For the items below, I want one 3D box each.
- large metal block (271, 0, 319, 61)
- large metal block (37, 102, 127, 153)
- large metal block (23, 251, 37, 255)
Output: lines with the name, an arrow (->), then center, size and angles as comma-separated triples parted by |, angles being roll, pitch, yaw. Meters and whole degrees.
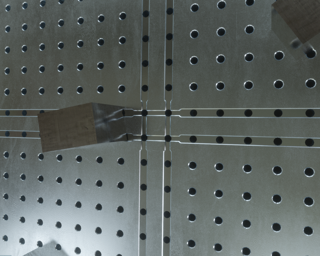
large metal block -> 0.167, -0.122, 0.325 | 0.080, 0.080, 0.050 | -35, 79, 16
large metal block -> -0.102, 0.000, 0.418 | 0.080, 0.080, 0.050 | -10, 87, 19
large metal block -> -0.205, 0.252, 0.470 | 0.080, 0.050, 0.080 | 39, 102, 15
